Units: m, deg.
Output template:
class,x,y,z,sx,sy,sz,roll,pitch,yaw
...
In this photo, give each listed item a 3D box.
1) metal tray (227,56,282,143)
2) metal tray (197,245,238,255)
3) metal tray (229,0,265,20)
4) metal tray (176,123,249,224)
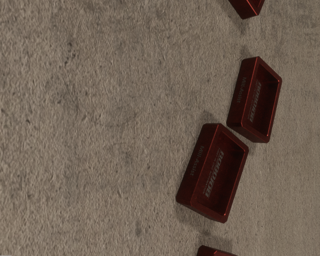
class,x,y,z,sx,sy,sz,roll,pitch,yaw
metal tray,0.169,-0.048,0.546,0.090,0.030,0.130,27,73,-37
metal tray,0.082,0.255,0.473,0.090,0.030,0.130,30,71,-36
metal tray,0.154,-0.266,0.532,0.090,0.030,0.130,39,66,-33
metal tray,0.084,0.068,0.474,0.090,0.030,0.130,36,68,-35
